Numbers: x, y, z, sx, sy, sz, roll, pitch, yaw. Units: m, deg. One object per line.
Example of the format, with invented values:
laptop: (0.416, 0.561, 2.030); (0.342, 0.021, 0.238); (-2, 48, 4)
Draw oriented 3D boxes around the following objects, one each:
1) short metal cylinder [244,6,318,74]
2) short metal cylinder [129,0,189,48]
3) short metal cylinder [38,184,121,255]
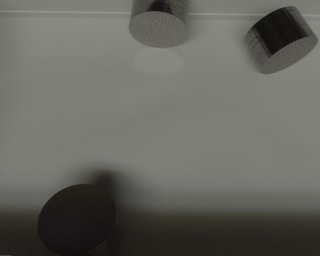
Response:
short metal cylinder: (0.164, -0.118, 0.424); (0.080, 0.080, 0.050); (-21, 72, -7)
short metal cylinder: (-0.001, -0.158, 0.438); (0.080, 0.080, 0.050); (5, 70, 2)
short metal cylinder: (-0.086, 0.109, 0.341); (0.080, 0.050, 0.080); (0, 47, 0)
